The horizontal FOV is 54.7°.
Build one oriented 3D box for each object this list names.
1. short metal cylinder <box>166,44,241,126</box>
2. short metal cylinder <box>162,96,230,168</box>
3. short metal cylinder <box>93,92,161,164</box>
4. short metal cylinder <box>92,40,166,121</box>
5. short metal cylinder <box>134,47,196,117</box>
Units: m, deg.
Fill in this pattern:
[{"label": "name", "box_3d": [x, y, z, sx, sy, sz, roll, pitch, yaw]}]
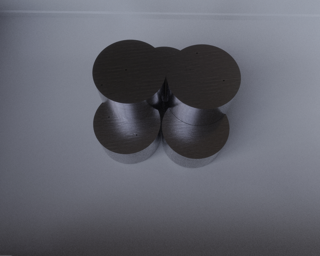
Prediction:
[{"label": "short metal cylinder", "box_3d": [0.047, -0.049, 0.359, 0.081, 0.050, 0.080, 0, 70, 0]}, {"label": "short metal cylinder", "box_3d": [0.043, 0.006, 0.392, 0.081, 0.050, 0.080, 0, 70, 0]}, {"label": "short metal cylinder", "box_3d": [-0.039, 0.001, 0.394, 0.081, 0.050, 0.080, 0, 70, 0]}, {"label": "short metal cylinder", "box_3d": [-0.033, -0.055, 0.361, 0.081, 0.050, 0.080, 0, 70, 0]}, {"label": "short metal cylinder", "box_3d": [0.006, -0.061, 0.417, 0.081, 0.050, 0.080, 0, 70, 0]}]
